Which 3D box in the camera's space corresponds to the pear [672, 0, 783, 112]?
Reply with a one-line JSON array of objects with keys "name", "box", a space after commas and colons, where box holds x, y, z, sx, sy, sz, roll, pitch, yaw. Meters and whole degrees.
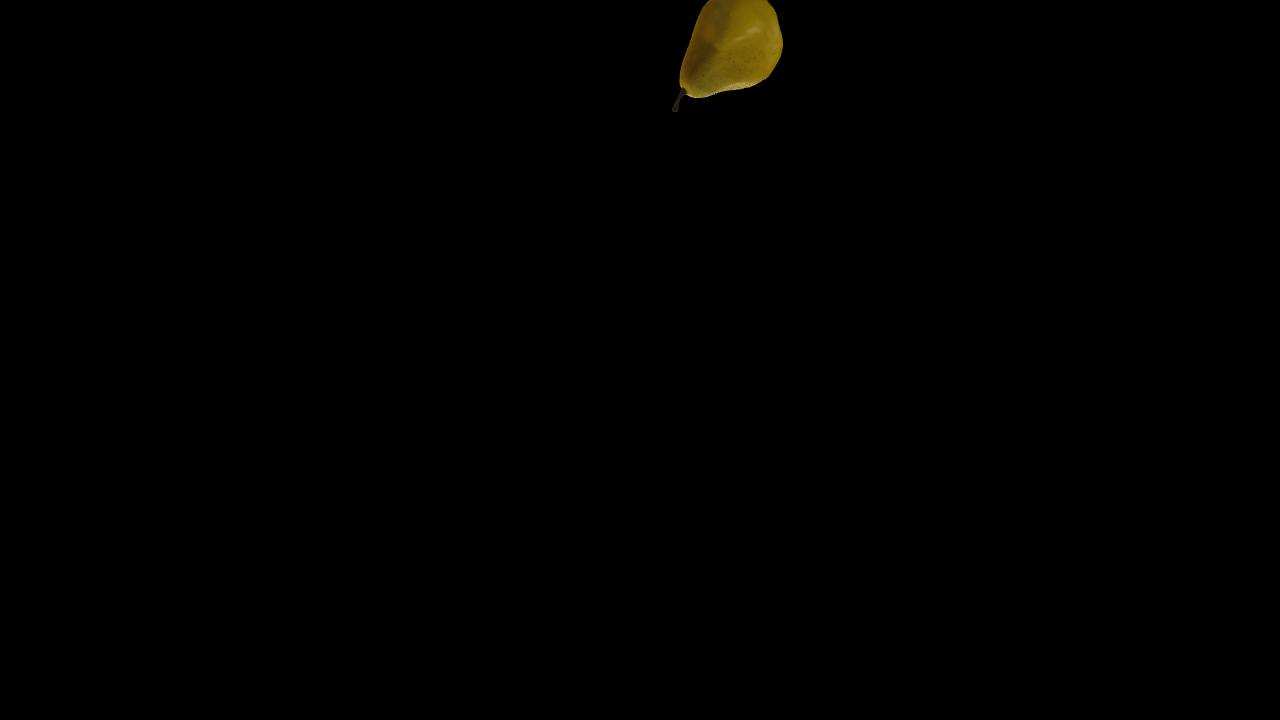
[{"name": "pear", "box": [0.065, -0.264, 0.533, 0.111, 0.080, 0.080, -33, 2, -2]}]
